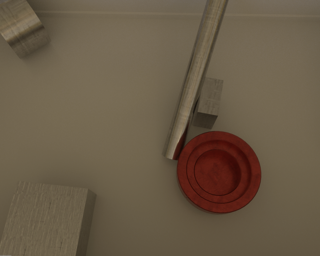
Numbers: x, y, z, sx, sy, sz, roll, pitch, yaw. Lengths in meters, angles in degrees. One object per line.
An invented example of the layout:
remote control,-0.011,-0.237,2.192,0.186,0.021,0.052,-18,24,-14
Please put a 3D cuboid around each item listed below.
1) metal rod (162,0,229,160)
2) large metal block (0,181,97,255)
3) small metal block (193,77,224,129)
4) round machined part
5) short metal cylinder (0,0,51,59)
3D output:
metal rod,0.055,-0.105,0.378,0.025,0.025,0.298,17,98,5
large metal block,-0.124,0.109,0.355,0.080,0.050,0.080,6,70,2
small metal block,0.063,-0.032,0.409,0.025,0.050,0.050,11,70,3
round machined part,0.069,0.056,0.381,0.099,0.042,0.098,0,70,-1
short metal cylinder,-0.198,-0.144,0.431,0.050,0.080,0.080,-36,74,-12
